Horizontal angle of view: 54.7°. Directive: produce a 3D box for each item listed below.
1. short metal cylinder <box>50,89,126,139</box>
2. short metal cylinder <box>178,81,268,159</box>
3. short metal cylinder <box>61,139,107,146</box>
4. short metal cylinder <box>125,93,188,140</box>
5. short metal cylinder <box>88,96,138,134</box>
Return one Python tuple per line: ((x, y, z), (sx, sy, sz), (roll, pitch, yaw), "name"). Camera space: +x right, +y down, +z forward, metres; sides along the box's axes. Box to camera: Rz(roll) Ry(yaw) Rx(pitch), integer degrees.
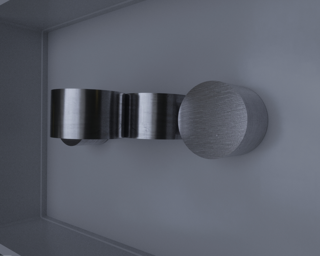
((-0.080, -0.015, 0.345), (0.080, 0.081, 0.050), (2, 92, 40), "short metal cylinder")
((0.067, -0.008, 0.333), (0.080, 0.050, 0.080), (0, 90, 40), "short metal cylinder")
((-0.118, -0.013, 0.486), (0.080, 0.050, 0.080), (0, 90, 40), "short metal cylinder")
((-0.004, -0.014, 0.372), (0.080, 0.081, 0.050), (2, 92, 40), "short metal cylinder")
((-0.066, -0.016, 0.423), (0.080, 0.081, 0.050), (2, 92, 40), "short metal cylinder")
